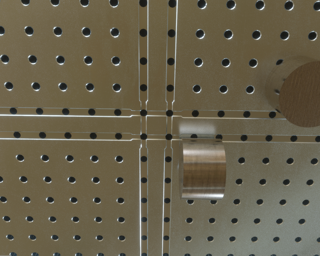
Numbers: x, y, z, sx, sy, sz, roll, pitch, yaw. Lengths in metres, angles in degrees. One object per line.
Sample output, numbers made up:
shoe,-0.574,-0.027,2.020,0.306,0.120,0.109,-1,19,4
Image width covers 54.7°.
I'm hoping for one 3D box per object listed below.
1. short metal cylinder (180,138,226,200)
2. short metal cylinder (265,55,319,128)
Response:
short metal cylinder,0.052,0.053,0.404,0.050,0.080,0.079,1,110,-1
short metal cylinder,0.179,-0.047,0.384,0.081,0.050,0.079,0,110,0
